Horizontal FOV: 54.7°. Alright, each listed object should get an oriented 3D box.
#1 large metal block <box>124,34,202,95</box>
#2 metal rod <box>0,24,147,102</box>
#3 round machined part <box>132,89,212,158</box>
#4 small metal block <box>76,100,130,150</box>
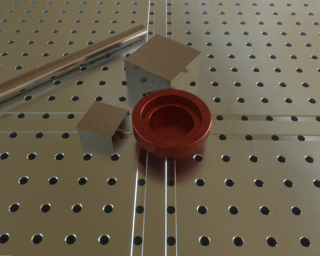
[{"bbox_3d":[0.005,-0.088,0.466,0.080,0.050,0.080,29,56,22],"label":"large metal block"},{"bbox_3d":[-0.148,-0.102,0.491,0.302,0.025,0.025,-31,57,-24],"label":"metal rod"},{"bbox_3d":[0.014,-0.002,0.398,0.099,0.042,0.098,0,50,0],"label":"round machined part"},{"bbox_3d":[-0.074,-0.005,0.411,0.050,0.025,0.050,17,52,13],"label":"small metal block"}]
